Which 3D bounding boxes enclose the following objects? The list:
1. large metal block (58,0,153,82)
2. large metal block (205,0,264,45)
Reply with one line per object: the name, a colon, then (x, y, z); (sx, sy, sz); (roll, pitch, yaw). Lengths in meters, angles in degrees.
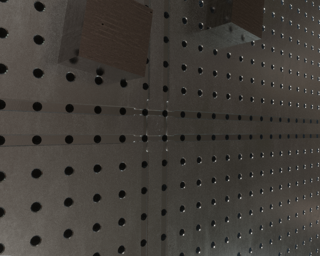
large metal block: (-0.059, -0.103, 0.345); (0.081, 0.050, 0.080); (11, 83, -40)
large metal block: (0.122, -0.189, 0.497); (0.081, 0.050, 0.080); (9, 84, -40)
